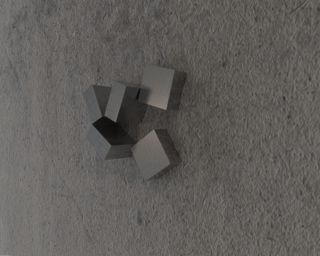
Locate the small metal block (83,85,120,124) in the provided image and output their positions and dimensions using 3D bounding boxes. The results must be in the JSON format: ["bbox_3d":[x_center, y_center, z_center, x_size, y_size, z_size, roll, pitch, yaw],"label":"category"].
[{"bbox_3d":[-0.079,-0.033,0.454,0.025,0.050,0.050,-31,71,36],"label":"small metal block"}]

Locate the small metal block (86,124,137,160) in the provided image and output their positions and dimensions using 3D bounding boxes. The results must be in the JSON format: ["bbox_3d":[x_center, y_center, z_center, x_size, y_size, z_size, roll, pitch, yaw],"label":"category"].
[{"bbox_3d":[-0.069,0.019,0.446,0.050,0.050,0.025,42,116,31],"label":"small metal block"}]

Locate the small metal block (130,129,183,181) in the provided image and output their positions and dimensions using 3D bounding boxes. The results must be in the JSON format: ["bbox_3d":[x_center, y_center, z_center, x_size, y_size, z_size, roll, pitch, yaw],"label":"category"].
[{"bbox_3d":[-0.006,0.036,0.410,0.050,0.025,0.050,-39,66,33],"label":"small metal block"}]

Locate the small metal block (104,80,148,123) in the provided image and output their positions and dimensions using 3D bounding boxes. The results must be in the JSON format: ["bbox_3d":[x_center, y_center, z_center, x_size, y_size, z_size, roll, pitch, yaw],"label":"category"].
[{"bbox_3d":[-0.043,-0.035,0.424,0.025,0.050,0.050,29,108,36],"label":"small metal block"}]

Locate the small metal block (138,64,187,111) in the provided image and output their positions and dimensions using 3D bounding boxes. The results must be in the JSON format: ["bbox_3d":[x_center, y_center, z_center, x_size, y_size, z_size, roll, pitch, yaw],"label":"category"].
[{"bbox_3d":[0.002,-0.053,0.403,0.050,0.025,0.050,20,103,38],"label":"small metal block"}]
